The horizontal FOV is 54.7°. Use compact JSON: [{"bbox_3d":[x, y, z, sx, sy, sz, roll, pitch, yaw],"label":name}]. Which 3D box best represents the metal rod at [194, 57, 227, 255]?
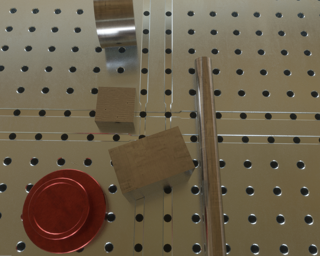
[{"bbox_3d":[0.064,0.044,0.396,0.025,0.025,0.299,0,70,-1],"label":"metal rod"}]

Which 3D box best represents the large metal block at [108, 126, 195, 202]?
[{"bbox_3d":[-0.009,0.046,0.366,0.081,0.080,0.050,-19,72,-7],"label":"large metal block"}]

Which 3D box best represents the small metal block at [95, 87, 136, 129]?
[{"bbox_3d":[-0.059,-0.027,0.421,0.050,0.025,0.050,2,70,0],"label":"small metal block"}]

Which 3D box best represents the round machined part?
[{"bbox_3d":[-0.113,0.096,0.366,0.099,0.042,0.098,0,70,0],"label":"round machined part"}]

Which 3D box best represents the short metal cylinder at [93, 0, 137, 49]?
[{"bbox_3d":[-0.061,-0.155,0.438,0.050,0.080,0.080,-5,70,-2],"label":"short metal cylinder"}]
